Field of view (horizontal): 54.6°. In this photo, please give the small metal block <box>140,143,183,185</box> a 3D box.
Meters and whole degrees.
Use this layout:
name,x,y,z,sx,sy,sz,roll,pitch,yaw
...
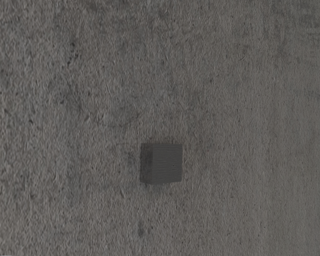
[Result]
name,x,y,z,sx,sy,sz,roll,pitch,yaw
small metal block,0.002,0.045,0.406,0.050,0.025,0.050,3,88,-40
